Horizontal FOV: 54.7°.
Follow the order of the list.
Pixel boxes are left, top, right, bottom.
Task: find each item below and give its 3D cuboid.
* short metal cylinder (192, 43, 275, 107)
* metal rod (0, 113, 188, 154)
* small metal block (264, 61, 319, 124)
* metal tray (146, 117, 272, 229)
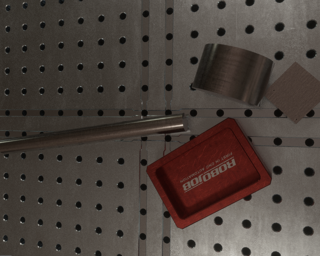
[{"bbox_3d":[0.082,-0.059,0.354,0.080,0.080,0.050,19,97,18],"label":"short metal cylinder"},{"bbox_3d":[-0.108,0.011,0.449,0.301,0.025,0.025,-8,88,19],"label":"metal rod"},{"bbox_3d":[0.156,-0.040,0.358,0.050,0.025,0.050,46,104,14],"label":"small metal block"},{"bbox_3d":[0.059,0.057,0.388,0.130,0.030,0.090,-33,80,16],"label":"metal tray"}]
